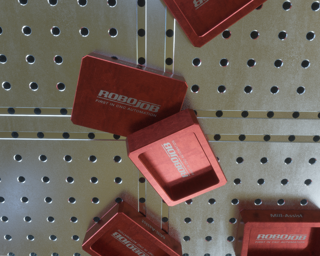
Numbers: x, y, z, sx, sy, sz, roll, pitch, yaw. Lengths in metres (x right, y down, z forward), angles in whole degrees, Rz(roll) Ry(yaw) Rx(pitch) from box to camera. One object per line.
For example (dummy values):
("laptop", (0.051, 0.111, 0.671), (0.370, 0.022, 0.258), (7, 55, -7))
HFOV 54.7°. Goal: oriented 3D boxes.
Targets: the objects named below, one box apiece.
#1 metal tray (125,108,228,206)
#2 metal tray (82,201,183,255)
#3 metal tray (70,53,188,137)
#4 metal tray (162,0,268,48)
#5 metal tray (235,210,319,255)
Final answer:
("metal tray", (0.025, 0.044, 0.401), (0.090, 0.030, 0.130), (-25, 131, 8))
("metal tray", (-0.041, 0.184, 0.477), (0.130, 0.030, 0.090), (42, 105, -14))
("metal tray", (-0.039, -0.035, 0.397), (0.131, 0.030, 0.089), (14, 109, -6))
("metal tray", (0.070, -0.165, 0.350), (0.130, 0.030, 0.090), (-34, 107, 11))
("metal tray", (0.188, 0.172, 0.477), (0.131, 0.030, 0.089), (0, 110, -1))
